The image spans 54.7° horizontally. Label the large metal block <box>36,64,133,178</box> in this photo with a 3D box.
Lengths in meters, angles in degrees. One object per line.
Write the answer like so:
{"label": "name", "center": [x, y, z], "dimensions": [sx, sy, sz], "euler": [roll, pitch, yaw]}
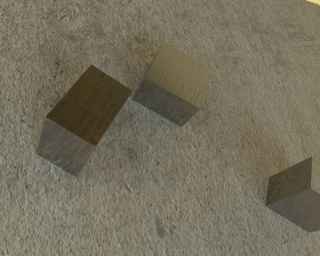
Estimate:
{"label": "large metal block", "center": [-0.081, -0.006, 0.328], "dimensions": [0.050, 0.080, 0.080], "euler": [33, 52, -7]}

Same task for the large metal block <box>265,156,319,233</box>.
{"label": "large metal block", "center": [0.206, 0.093, 0.422], "dimensions": [0.080, 0.080, 0.050], "euler": [31, 52, -8]}

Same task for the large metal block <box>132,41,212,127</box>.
{"label": "large metal block", "center": [0.018, -0.061, 0.435], "dimensions": [0.080, 0.050, 0.080], "euler": [29, 52, -10]}
